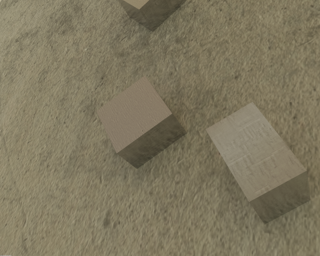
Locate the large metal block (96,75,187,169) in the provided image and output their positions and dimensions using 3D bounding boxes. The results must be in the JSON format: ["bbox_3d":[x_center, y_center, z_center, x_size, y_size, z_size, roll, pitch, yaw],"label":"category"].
[{"bbox_3d":[-0.025,-0.008,0.404,0.080,0.050,0.080,-36,51,4],"label":"large metal block"}]

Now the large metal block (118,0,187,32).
[{"bbox_3d":[-0.016,-0.224,0.532,0.080,0.050,0.080,-44,51,-3],"label":"large metal block"}]

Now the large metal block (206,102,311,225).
[{"bbox_3d":[0.095,0.036,0.297,0.050,0.080,0.080,-32,52,8],"label":"large metal block"}]
